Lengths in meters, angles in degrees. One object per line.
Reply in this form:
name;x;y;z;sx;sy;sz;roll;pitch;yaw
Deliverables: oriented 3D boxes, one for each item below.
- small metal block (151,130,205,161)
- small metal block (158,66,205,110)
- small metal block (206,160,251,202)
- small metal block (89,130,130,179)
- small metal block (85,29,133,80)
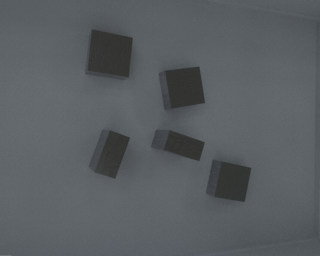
small metal block;0.022;0.022;0.405;0.050;0.050;0.025;19;84;-19
small metal block;0.030;-0.054;0.421;0.050;0.025;0.050;-11;94;-20
small metal block;0.099;0.076;0.447;0.050;0.025;0.050;14;85;-20
small metal block;-0.062;0.030;0.374;0.025;0.050;0.050;22;83;-19
small metal block;-0.064;-0.090;0.387;0.050;0.025;0.050;6;88;-20
